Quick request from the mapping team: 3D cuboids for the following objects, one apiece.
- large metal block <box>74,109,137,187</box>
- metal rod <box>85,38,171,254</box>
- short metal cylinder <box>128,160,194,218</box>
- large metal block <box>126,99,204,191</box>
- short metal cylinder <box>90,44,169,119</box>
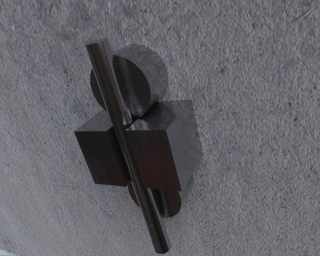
[{"bbox_3d":[-0.057,0.020,0.415,0.050,0.080,0.080,-1,118,28],"label":"large metal block"},{"bbox_3d":[-0.031,0.041,0.385,0.025,0.025,0.298,-1,118,28],"label":"metal rod"},{"bbox_3d":[0.002,0.080,0.441,0.080,0.050,0.079,13,123,21],"label":"short metal cylinder"},{"bbox_3d":[0.010,0.018,0.379,0.050,0.080,0.080,-1,118,28],"label":"large metal block"},{"bbox_3d":[-0.036,-0.056,0.376,0.080,0.050,0.079,13,123,21],"label":"short metal cylinder"}]
